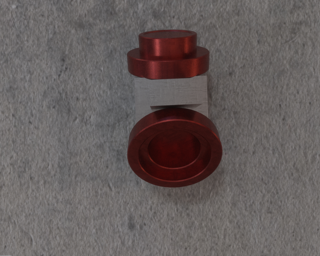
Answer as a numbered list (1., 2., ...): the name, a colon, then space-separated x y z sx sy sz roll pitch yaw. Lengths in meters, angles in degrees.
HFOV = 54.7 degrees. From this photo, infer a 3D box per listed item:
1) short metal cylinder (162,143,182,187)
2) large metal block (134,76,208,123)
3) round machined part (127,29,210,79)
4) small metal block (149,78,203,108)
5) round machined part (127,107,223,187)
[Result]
1. short metal cylinder: 0.013 0.033 0.400 0.081 0.050 0.079 0 90 -1
2. large metal block: 0.012 -0.032 0.383 0.081 0.080 0.050 -2 90 -1
3. round machined part: 0.010 -0.092 0.371 0.099 0.098 0.042 -2 115 -1
4. small metal block: 0.015 -0.034 0.318 0.050 0.050 0.025 -3 90 0
5. round machined part: 0.015 0.017 0.337 0.099 0.042 0.097 -1 129 -1
